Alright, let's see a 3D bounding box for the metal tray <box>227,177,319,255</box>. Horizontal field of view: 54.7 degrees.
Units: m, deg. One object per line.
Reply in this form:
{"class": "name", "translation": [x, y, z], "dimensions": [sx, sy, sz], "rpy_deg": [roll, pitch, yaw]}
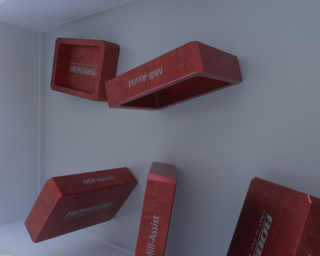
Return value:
{"class": "metal tray", "translation": [0.096, 0.115, 0.270], "dimensions": [0.090, 0.030, 0.129], "rpy_deg": [-177, 106, -78]}

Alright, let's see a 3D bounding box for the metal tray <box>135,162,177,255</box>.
{"class": "metal tray", "translation": [-0.006, 0.111, 0.362], "dimensions": [0.030, 0.090, 0.129], "rpy_deg": [10, 93, 1]}

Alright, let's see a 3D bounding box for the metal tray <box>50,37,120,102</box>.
{"class": "metal tray", "translation": [-0.126, -0.097, 0.504], "dimensions": [0.130, 0.030, 0.089], "rpy_deg": [16, 100, 38]}

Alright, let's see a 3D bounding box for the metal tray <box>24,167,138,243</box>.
{"class": "metal tray", "translation": [-0.102, 0.100, 0.420], "dimensions": [0.030, 0.131, 0.089], "rpy_deg": [49, 119, 29]}

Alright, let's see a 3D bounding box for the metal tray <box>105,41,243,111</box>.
{"class": "metal tray", "translation": [0.013, -0.052, 0.351], "dimensions": [0.130, 0.091, 0.030], "rpy_deg": [-16, 80, 38]}
